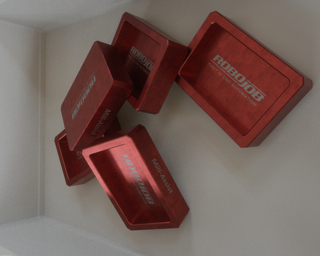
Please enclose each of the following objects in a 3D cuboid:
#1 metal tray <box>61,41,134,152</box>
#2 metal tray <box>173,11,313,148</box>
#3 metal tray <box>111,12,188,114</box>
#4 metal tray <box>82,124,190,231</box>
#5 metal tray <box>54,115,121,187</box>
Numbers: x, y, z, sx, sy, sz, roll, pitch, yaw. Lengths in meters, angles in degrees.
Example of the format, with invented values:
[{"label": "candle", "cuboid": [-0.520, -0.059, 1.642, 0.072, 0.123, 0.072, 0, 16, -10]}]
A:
[{"label": "metal tray", "cuboid": [-0.091, -0.040, 0.422, 0.129, 0.030, 0.090, -52, 46, 31]}, {"label": "metal tray", "cuboid": [0.080, -0.053, 0.335, 0.130, 0.030, 0.089, 50, 119, 28]}, {"label": "metal tray", "cuboid": [-0.026, -0.087, 0.400, 0.130, 0.030, 0.089, 49, 120, 46]}, {"label": "metal tray", "cuboid": [-0.031, 0.067, 0.390, 0.090, 0.030, 0.130, -18, 106, 37]}, {"label": "metal tray", "cuboid": [-0.113, 0.029, 0.493, 0.130, 0.030, 0.090, -33, 70, 34]}]
